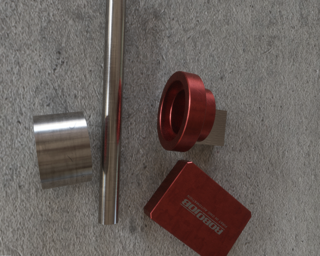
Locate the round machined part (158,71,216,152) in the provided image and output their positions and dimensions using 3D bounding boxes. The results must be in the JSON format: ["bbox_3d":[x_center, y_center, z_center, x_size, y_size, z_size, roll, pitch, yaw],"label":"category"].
[{"bbox_3d":[0.034,-0.019,0.384,0.042,0.098,0.097,8,88,-20],"label":"round machined part"}]

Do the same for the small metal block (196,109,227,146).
[{"bbox_3d":[0.063,-0.002,0.434,0.050,0.025,0.050,6,88,-20],"label":"small metal block"}]

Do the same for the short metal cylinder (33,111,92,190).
[{"bbox_3d":[-0.107,0.023,0.341,0.050,0.080,0.079,-7,93,-20],"label":"short metal cylinder"}]

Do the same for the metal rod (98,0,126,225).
[{"bbox_3d":[-0.059,-0.032,0.387,0.025,0.025,0.298,2,89,-20],"label":"metal rod"}]

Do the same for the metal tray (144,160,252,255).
[{"bbox_3d":[0.054,0.117,0.428,0.130,0.030,0.090,41,77,-16],"label":"metal tray"}]
